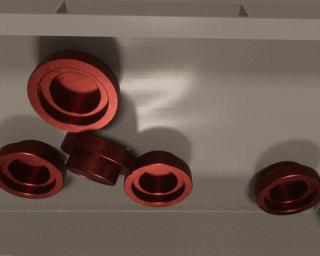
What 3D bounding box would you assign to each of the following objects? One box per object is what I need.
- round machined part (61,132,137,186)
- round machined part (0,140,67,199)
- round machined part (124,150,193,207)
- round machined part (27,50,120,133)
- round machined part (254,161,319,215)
[{"bbox_3d":[-0.083,0.045,0.404,0.098,0.042,0.098,17,160,7],"label":"round machined part"},{"bbox_3d":[-0.183,0.055,0.442,0.099,0.042,0.097,-1,130,0],"label":"round machined part"},{"bbox_3d":[-0.003,0.071,0.459,0.099,0.042,0.097,-1,130,0],"label":"round machined part"},{"bbox_3d":[-0.095,-0.045,0.357,0.099,0.042,0.097,-1,128,0],"label":"round machined part"},{"bbox_3d":[0.194,0.089,0.477,0.099,0.042,0.097,-1,130,0],"label":"round machined part"}]
